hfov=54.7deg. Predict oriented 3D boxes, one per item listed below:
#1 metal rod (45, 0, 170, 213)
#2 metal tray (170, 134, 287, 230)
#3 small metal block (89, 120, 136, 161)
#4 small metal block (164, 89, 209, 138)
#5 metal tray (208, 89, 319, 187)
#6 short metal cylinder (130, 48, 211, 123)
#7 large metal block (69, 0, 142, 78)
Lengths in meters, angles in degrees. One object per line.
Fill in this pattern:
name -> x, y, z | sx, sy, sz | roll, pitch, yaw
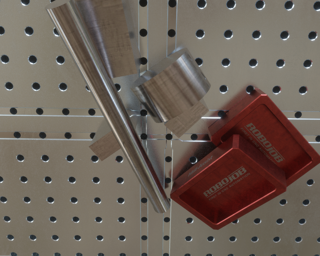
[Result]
metal rod -> -0.041, 0.004, 0.351 | 0.025, 0.025, 0.299 | -17, 129, 6
metal tray -> 0.088, 0.077, 0.416 | 0.090, 0.030, 0.129 | 38, 125, -11
small metal block -> -0.060, 0.010, 0.403 | 0.050, 0.050, 0.025 | -34, 107, 12
small metal block -> 0.032, -0.021, 0.393 | 0.025, 0.050, 0.050 | 43, 105, -14
metal tray -> 0.141, 0.023, 0.420 | 0.090, 0.030, 0.130 | -42, 105, 14
short metal cylinder -> 0.012, -0.050, 0.365 | 0.080, 0.080, 0.050 | -33, 107, 11
large metal block -> -0.056, -0.103, 0.346 | 0.050, 0.080, 0.079 | -10, 110, 4
